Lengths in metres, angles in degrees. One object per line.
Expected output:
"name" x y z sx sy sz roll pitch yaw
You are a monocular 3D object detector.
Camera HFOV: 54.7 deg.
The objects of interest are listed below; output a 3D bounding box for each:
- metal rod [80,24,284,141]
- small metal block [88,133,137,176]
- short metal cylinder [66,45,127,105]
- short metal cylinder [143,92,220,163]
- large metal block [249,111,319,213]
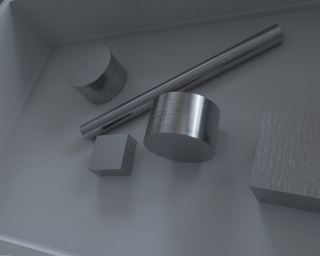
"metal rod" 0.022 -0.058 0.428 0.301 0.025 0.025 -26 53 11
"small metal block" -0.063 0.037 0.415 0.050 0.025 0.050 -5 60 25
"short metal cylinder" -0.100 -0.084 0.492 0.080 0.050 0.080 -13 56 20
"short metal cylinder" 0.026 0.001 0.355 0.080 0.080 0.050 -2 61 27
"large metal block" 0.138 0.033 0.297 0.080 0.050 0.080 6 64 30
